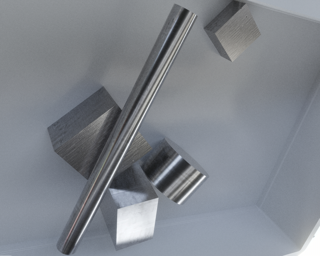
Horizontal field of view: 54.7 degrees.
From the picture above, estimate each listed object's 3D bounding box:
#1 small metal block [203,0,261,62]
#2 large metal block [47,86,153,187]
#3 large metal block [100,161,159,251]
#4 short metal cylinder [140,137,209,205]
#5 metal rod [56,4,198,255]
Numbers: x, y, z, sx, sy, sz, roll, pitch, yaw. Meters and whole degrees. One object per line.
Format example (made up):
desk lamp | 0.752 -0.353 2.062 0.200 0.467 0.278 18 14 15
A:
small metal block | 0.091 -0.120 0.386 0.050 0.025 0.050 -44 130 2
large metal block | -0.069 0.012 0.364 0.080 0.050 0.080 -38 129 -3
large metal block | -0.045 0.096 0.405 0.050 0.080 0.079 -10 129 -23
short metal cylinder | 0.020 0.058 0.421 0.050 0.080 0.080 -49 129 6
metal rod | -0.044 0.016 0.330 0.025 0.025 0.298 17 109 -35
